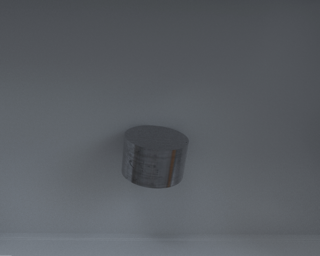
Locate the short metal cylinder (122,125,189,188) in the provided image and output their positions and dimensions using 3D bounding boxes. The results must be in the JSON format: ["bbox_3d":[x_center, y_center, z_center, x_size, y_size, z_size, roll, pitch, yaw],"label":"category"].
[{"bbox_3d":[-0.007,0.034,0.395,0.081,0.080,0.050,6,110,-3],"label":"short metal cylinder"}]
